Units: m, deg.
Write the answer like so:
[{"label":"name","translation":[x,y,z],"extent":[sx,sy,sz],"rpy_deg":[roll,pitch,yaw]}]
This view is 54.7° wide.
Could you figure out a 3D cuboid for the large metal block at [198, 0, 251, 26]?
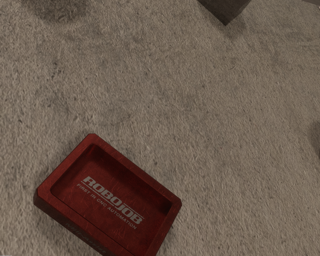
[{"label":"large metal block","translation":[0.133,-0.264,0.624],"extent":[0.080,0.050,0.080],"rpy_deg":[43,51,1]}]

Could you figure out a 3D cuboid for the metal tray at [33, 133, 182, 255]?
[{"label":"metal tray","translation":[-0.051,0.078,0.326],"extent":[0.130,0.030,0.090],"rpy_deg":[38,51,-3]}]
